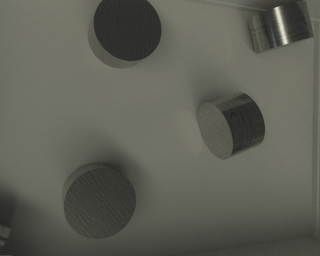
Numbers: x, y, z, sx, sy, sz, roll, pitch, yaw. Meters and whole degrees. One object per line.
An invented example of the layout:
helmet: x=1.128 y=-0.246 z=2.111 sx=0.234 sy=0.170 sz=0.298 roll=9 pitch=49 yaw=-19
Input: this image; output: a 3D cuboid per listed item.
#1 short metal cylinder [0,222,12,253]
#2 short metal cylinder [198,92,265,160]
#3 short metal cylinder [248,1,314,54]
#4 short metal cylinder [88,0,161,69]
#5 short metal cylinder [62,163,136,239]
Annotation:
short metal cylinder: x=-0.194 y=0.128 z=0.310 sx=0.050 sy=0.080 sz=0.080 roll=29 pitch=80 yaw=-18
short metal cylinder: x=0.094 y=-0.003 z=0.417 sx=0.050 sy=0.080 sz=0.080 roll=-19 pitch=97 yaw=-19
short metal cylinder: x=0.174 y=-0.143 z=0.447 sx=0.081 sy=0.080 sz=0.050 roll=-18 pitch=96 yaw=-20
short metal cylinder: x=-0.045 y=-0.117 z=0.381 sx=0.081 sy=0.050 sz=0.079 roll=0 pitch=90 yaw=-21
short metal cylinder: x=-0.074 y=0.084 z=0.371 sx=0.081 sy=0.050 sz=0.079 roll=0 pitch=90 yaw=-21
